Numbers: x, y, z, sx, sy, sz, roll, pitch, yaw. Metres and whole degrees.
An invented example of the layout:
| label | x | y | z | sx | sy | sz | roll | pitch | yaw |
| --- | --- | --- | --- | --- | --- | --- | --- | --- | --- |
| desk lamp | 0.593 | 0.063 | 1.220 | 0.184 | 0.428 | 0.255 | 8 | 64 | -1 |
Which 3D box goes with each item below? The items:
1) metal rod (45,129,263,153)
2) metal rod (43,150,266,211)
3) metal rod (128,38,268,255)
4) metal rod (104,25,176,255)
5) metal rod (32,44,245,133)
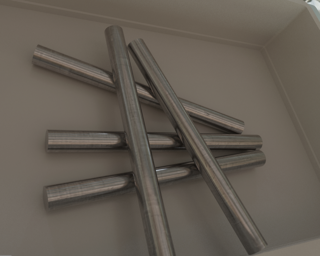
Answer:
| label | x | y | z | sx | sy | sz | roll | pitch | yaw |
| --- | --- | --- | --- | --- | --- | --- | --- | --- | --- |
| metal rod | 0.013 | 0.018 | 0.401 | 0.303 | 0.025 | 0.025 | 2 | 61 | -28 |
| metal rod | 0.017 | 0.057 | 0.380 | 0.303 | 0.025 | 0.025 | -5 | 65 | -31 |
| metal rod | 0.038 | 0.011 | 0.387 | 0.025 | 0.025 | 0.299 | -19 | 72 | -36 |
| metal rod | -0.028 | 0.002 | 0.355 | 0.025 | 0.025 | 0.299 | 0 | 62 | -29 |
| metal rod | -0.016 | -0.045 | 0.423 | 0.302 | 0.025 | 0.025 | 18 | 55 | -18 |
